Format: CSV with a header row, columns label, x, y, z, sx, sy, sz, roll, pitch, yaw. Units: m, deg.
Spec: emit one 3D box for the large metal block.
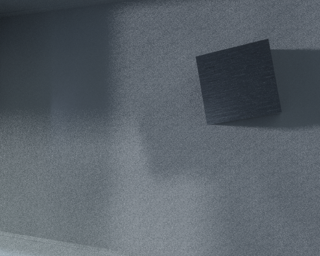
label,x,y,z,sx,sy,sz,roll,pitch,yaw
large metal block,0.093,-0.050,0.364,0.080,0.050,0.080,-10,87,19
